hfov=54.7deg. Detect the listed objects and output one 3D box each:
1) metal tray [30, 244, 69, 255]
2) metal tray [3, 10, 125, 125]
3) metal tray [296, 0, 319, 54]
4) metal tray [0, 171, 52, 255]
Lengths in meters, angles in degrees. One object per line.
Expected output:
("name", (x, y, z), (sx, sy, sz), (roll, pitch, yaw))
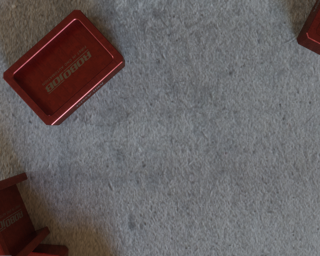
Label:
("metal tray", (-0.174, 0.221, 0.405), (0.091, 0.030, 0.129), (5, 90, -1))
("metal tray", (-0.122, -0.077, 0.405), (0.130, 0.030, 0.090), (-42, 91, -1))
("metal tray", (0.255, -0.154, 0.410), (0.090, 0.030, 0.130), (27, 90, -1))
("metal tray", (-0.179, 0.107, 0.369), (0.030, 0.130, 0.090), (-22, 91, -1))
